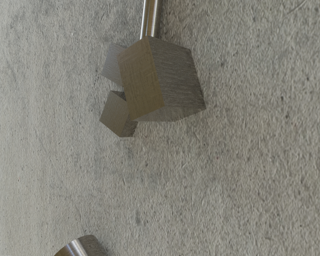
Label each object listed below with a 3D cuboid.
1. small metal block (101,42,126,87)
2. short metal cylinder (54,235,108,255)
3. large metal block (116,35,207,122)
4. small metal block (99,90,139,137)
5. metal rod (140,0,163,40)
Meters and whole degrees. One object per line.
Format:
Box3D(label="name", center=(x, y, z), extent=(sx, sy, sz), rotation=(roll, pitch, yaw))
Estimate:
Box3D(label="small metal block", center=(-0.053, -0.090, 0.447), extent=(0.050, 0.025, 0.050), rotation=(32, 110, 35))
Box3D(label="short metal cylinder", center=(-0.118, 0.208, 0.464), extent=(0.050, 0.081, 0.080), rotation=(45, 117, 30))
Box3D(label="large metal block", center=(0.003, -0.053, 0.365), extent=(0.050, 0.081, 0.080), rotation=(-22, 76, 38))
Box3D(label="small metal block", center=(-0.056, -0.021, 0.449), extent=(0.050, 0.025, 0.050), rotation=(35, 112, 34))
Box3D(label="metal rod", center=(-0.005, -0.200, 0.407), extent=(0.025, 0.025, 0.298), rotation=(11, 97, 39))
